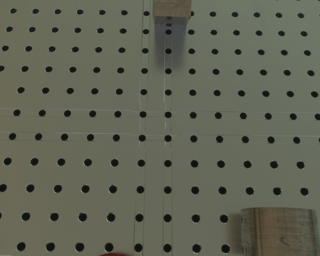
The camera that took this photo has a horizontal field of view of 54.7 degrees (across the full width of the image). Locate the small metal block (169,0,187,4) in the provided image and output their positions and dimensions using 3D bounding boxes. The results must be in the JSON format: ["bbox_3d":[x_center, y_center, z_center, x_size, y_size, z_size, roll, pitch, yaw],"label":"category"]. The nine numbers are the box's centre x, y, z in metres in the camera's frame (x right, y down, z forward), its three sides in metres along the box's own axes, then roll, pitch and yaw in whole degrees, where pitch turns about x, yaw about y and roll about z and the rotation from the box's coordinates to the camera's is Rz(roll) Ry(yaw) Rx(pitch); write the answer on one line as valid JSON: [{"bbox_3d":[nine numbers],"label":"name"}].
[{"bbox_3d":[0.025,-0.233,0.497,0.050,0.025,0.050,16,71,5],"label":"small metal block"}]

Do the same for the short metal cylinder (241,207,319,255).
[{"bbox_3d":[0.131,0.117,0.341,0.081,0.080,0.050,3,70,1],"label":"short metal cylinder"}]

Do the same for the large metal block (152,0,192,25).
[{"bbox_3d":[0.017,-0.193,0.437,0.050,0.080,0.079,2,101,0],"label":"large metal block"}]

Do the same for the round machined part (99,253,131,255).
[{"bbox_3d":[-0.053,0.188,0.333,0.099,0.042,0.098,0,70,-1],"label":"round machined part"}]
